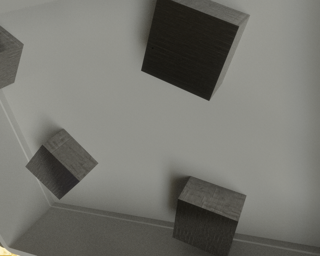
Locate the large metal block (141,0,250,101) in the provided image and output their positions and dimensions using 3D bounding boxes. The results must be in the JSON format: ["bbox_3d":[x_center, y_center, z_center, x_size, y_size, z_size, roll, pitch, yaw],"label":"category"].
[{"bbox_3d":[0.035,-0.087,0.320,0.080,0.050,0.079,26,128,12],"label":"large metal block"}]

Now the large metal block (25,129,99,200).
[{"bbox_3d":[-0.164,0.062,0.518,0.080,0.050,0.080,46,129,-4],"label":"large metal block"}]

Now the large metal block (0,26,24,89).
[{"bbox_3d":[-0.255,-0.095,0.449,0.050,0.080,0.080,39,129,2],"label":"large metal block"}]

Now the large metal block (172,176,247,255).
[{"bbox_3d":[0.068,0.125,0.434,0.080,0.050,0.079,17,125,18],"label":"large metal block"}]
